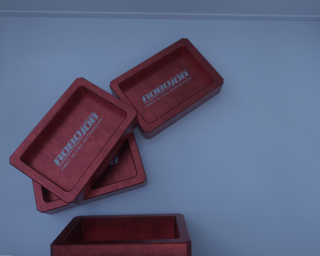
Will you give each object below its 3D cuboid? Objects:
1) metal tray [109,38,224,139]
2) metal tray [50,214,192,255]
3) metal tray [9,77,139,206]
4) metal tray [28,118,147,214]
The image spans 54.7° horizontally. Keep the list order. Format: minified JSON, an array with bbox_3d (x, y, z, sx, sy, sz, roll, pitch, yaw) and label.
[{"bbox_3d":[0.009,-0.056,0.427,0.131,0.030,0.090,-34,74,-12],"label":"metal tray"},{"bbox_3d":[-0.036,0.120,0.328,0.131,0.090,0.030,-1,91,-1],"label":"metal tray"},{"bbox_3d":[-0.097,0.013,0.368,0.090,0.030,0.130,31,73,10],"label":"metal tray"},{"bbox_3d":[-0.090,0.045,0.389,0.131,0.030,0.090,-16,71,-6],"label":"metal tray"}]
